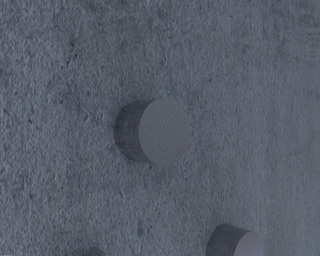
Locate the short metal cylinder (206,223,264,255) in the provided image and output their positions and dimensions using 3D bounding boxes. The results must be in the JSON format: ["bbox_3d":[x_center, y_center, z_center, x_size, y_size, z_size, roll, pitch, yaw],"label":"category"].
[{"bbox_3d":[0.119,0.197,0.488,0.081,0.050,0.080,0,90,-40],"label":"short metal cylinder"}]

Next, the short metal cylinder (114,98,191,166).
[{"bbox_3d":[-0.008,0.004,0.381,0.081,0.050,0.080,0,90,-40],"label":"short metal cylinder"}]

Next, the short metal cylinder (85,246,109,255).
[{"bbox_3d":[-0.058,0.170,0.320,0.050,0.080,0.080,-46,118,-30],"label":"short metal cylinder"}]
